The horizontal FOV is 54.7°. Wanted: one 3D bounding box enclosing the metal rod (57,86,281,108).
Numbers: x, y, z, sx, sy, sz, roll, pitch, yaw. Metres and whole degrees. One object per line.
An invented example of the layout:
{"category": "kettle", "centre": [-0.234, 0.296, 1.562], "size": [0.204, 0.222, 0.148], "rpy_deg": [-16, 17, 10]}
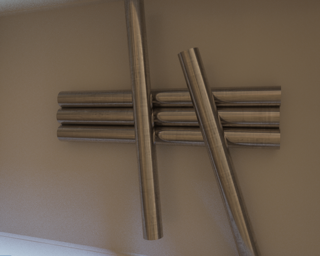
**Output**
{"category": "metal rod", "centre": [-0.002, -0.040, 0.409], "size": [0.301, 0.025, 0.025], "rpy_deg": [1, 91, 19]}

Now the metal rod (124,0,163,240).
{"category": "metal rod", "centre": [-0.021, -0.013, 0.389], "size": [0.025, 0.025, 0.298], "rpy_deg": [-5, 88, 19]}

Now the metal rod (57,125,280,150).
{"category": "metal rod", "centre": [-0.003, 0.010, 0.409], "size": [0.301, 0.025, 0.025], "rpy_deg": [1, 91, 19]}

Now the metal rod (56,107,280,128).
{"category": "metal rod", "centre": [-0.003, -0.015, 0.409], "size": [0.301, 0.025, 0.025], "rpy_deg": [1, 91, 19]}

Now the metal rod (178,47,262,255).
{"category": "metal rod", "centre": [0.076, 0.054, 0.360], "size": [0.025, 0.025, 0.298], "rpy_deg": [-17, 91, 19]}
